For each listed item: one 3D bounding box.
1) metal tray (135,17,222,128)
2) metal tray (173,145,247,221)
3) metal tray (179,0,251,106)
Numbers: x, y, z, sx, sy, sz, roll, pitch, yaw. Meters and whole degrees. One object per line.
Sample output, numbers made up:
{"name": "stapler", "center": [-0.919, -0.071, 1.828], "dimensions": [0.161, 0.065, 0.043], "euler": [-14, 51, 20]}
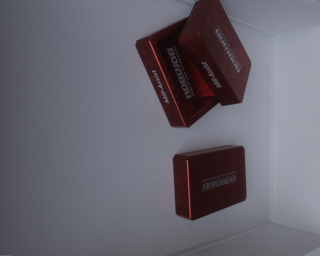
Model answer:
{"name": "metal tray", "center": [0.031, -0.076, 0.428], "dimensions": [0.091, 0.030, 0.129], "euler": [-38, 113, -33]}
{"name": "metal tray", "center": [0.079, 0.078, 0.470], "dimensions": [0.131, 0.030, 0.089], "euler": [-6, 94, -40]}
{"name": "metal tray", "center": [0.083, -0.105, 0.434], "dimensions": [0.130, 0.030, 0.090], "euler": [48, 49, -35]}
